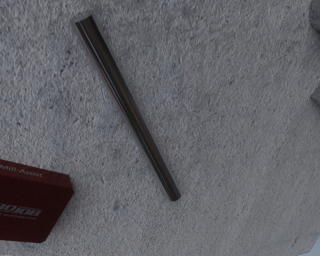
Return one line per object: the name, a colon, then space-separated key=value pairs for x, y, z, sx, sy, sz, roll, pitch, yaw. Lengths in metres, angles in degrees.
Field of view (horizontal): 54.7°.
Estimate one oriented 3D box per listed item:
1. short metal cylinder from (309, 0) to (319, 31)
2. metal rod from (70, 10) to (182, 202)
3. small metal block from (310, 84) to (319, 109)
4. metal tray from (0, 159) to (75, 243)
short metal cylinder: x=0.258 y=-0.169 z=0.430 sx=0.081 sy=0.050 sz=0.079 roll=-14 pitch=125 yaw=-21
metal rod: x=-0.027 y=-0.002 z=0.392 sx=0.025 sy=0.025 sz=0.299 roll=-31 pitch=129 yaw=-8
small metal block: x=0.295 y=-0.058 z=0.536 sx=0.050 sy=0.025 sz=0.050 roll=31 pitch=101 yaw=-39
metal tray: x=-0.180 y=0.085 z=0.359 sx=0.131 sy=0.030 sz=0.090 roll=22 pitch=106 yaw=-37
